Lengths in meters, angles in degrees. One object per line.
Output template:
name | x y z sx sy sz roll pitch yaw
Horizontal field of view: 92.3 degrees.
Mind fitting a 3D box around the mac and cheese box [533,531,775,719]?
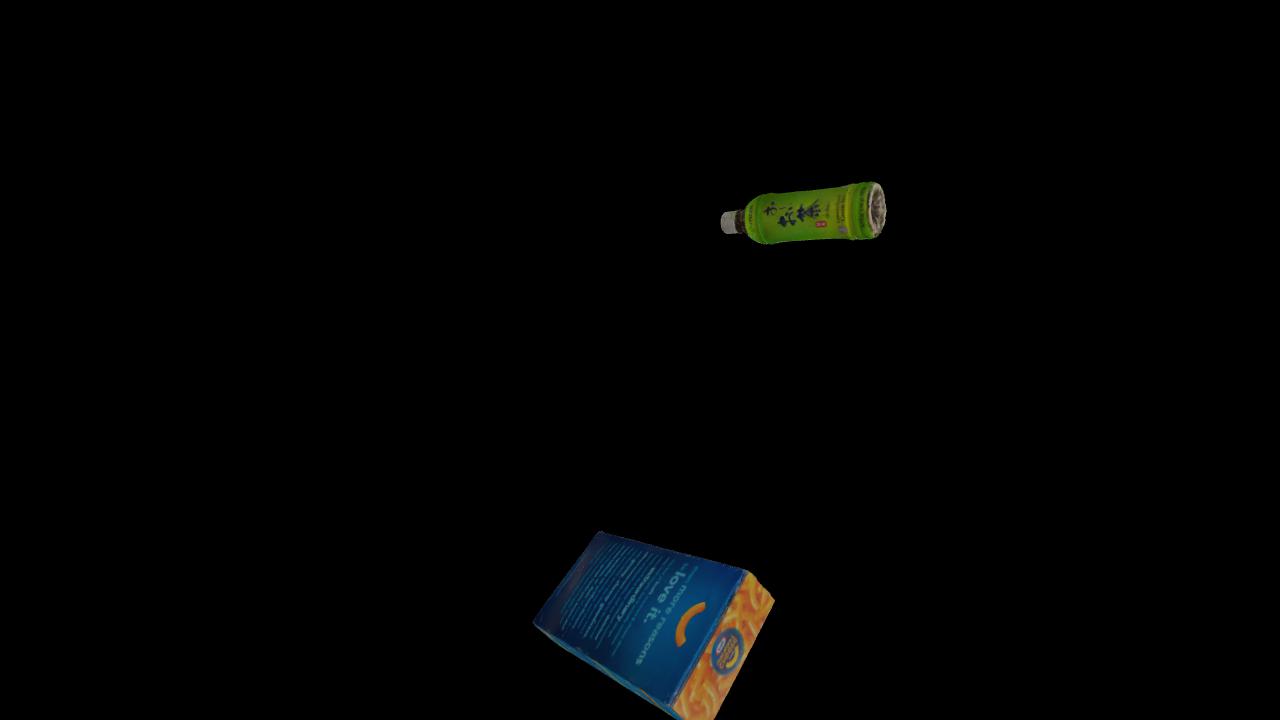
mac and cheese box | 0.000 0.180 0.438 0.093 0.041 0.184 -50 21 -27

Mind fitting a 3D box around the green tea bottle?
green tea bottle | 0.204 -0.186 0.805 0.212 0.073 0.073 2 1 37
